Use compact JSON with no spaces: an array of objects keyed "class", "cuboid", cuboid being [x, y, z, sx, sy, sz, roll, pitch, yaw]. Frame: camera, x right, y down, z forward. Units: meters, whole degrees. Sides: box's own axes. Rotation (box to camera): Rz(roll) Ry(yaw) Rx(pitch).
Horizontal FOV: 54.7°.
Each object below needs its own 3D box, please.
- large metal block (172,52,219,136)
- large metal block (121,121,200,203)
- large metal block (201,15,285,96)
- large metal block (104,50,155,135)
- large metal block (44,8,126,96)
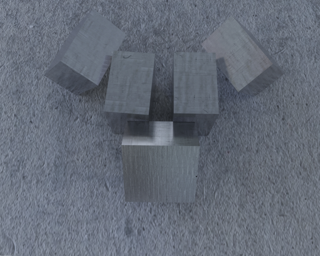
[{"class":"large metal block","cuboid":[0.041,-0.040,0.395,0.050,0.080,0.080,1,70,0]},{"class":"large metal block","cuboid":[0.001,0.039,0.359,0.081,0.079,0.050,1,31,0]},{"class":"large metal block","cuboid":[0.111,-0.091,0.408,0.050,0.080,0.080,-41,71,25]},{"class":"large metal block","cuboid":[-0.034,-0.040,0.395,0.050,0.080,0.080,5,70,1]},{"class":"large metal block","cuboid":[-0.099,-0.095,0.404,0.050,0.080,0.080,34,69,-27]}]
